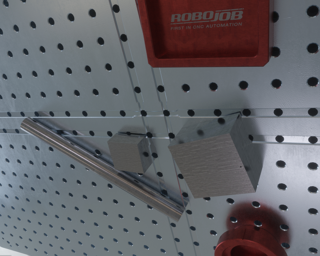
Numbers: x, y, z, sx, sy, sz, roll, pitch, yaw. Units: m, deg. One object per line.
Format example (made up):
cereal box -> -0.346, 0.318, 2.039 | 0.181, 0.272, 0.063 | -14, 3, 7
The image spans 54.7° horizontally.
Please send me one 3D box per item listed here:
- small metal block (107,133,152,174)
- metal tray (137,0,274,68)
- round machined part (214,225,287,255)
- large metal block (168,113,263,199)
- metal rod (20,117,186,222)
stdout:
small metal block -> -0.045, 0.037, 0.458 | 0.050, 0.025, 0.050 | 4, 120, 26
metal tray -> 0.045, -0.110, 0.316 | 0.130, 0.030, 0.089 | 5, 121, 25
round machined part -> 0.131, 0.179, 0.442 | 0.098, 0.042, 0.097 | 13, 124, 21
large metal block -> 0.069, 0.036, 0.381 | 0.080, 0.050, 0.080 | -15, 111, 34
metal rod -> -0.097, 0.063, 0.501 | 0.301, 0.025, 0.025 | 29, 128, 9
